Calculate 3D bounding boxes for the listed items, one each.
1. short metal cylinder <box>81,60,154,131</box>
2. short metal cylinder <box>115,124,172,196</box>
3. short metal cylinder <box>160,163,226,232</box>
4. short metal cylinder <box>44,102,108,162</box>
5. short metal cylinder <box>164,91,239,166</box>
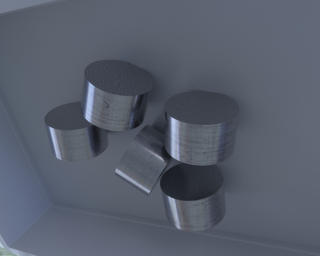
[{"bbox_3d":[-0.053,-0.041,0.376,0.080,0.080,0.050,26,128,12],"label":"short metal cylinder"},{"bbox_3d":[-0.015,0.042,0.407,0.050,0.080,0.079,32,129,7],"label":"short metal cylinder"},{"bbox_3d":[0.044,0.087,0.404,0.080,0.080,0.050,5,120,26],"label":"short metal cylinder"},{"bbox_3d":[-0.116,0.003,0.436,0.080,0.080,0.050,13,124,21],"label":"short metal cylinder"},{"bbox_3d":[0.045,-0.002,0.348,0.080,0.080,0.050,12,124,21],"label":"short metal cylinder"}]
